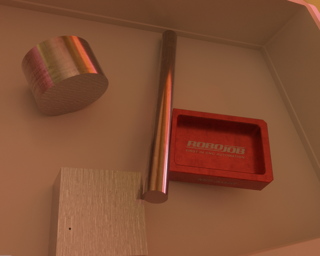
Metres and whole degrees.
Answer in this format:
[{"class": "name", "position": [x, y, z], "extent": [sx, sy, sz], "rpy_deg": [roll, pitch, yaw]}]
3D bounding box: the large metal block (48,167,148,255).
[{"class": "large metal block", "position": [-0.062, 0.087, 0.304], "extent": [0.081, 0.050, 0.080], "rpy_deg": [8, 58, -25]}]

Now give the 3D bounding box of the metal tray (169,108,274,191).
[{"class": "metal tray", "position": [0.073, 0.027, 0.399], "extent": [0.131, 0.030, 0.090], "rpy_deg": [7, 59, -4]}]

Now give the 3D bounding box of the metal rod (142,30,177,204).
[{"class": "metal rod", "position": [0.006, -0.041, 0.405], "extent": [0.025, 0.025, 0.300], "rpy_deg": [21, 44, -16]}]

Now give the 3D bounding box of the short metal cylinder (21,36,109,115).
[{"class": "short metal cylinder", "position": [-0.106, -0.057, 0.349], "extent": [0.081, 0.080, 0.050], "rpy_deg": [-18, 71, -35]}]

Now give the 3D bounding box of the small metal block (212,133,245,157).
[{"class": "small metal block", "position": [0.097, 0.023, 0.446], "extent": [0.050, 0.025, 0.050], "rpy_deg": [11, 57, -23]}]
